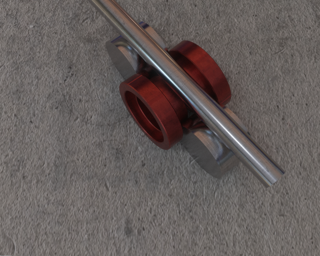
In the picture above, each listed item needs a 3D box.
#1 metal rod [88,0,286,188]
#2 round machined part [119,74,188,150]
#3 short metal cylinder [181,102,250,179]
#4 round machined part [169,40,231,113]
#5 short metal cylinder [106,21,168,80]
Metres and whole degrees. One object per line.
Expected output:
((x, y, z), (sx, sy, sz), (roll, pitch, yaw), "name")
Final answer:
((0.018, -0.056, 0.346), (0.025, 0.025, 0.300), (-38, 75, -13), "metal rod")
((-0.003, -0.025, 0.378), (0.042, 0.098, 0.098), (-37, 74, -16), "round machined part")
((0.065, 0.014, 0.375), (0.050, 0.080, 0.080), (-37, 75, -13), "short metal cylinder")
((0.040, -0.057, 0.392), (0.042, 0.098, 0.098), (-39, 75, -8), "round machined part")
((-0.028, -0.094, 0.414), (0.050, 0.080, 0.080), (-37, 75, -13), "short metal cylinder")
